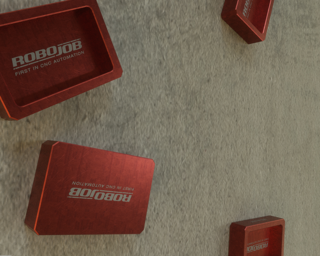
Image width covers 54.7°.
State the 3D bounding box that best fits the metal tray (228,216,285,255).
[{"bbox_3d":[0.174,0.210,0.551,0.131,0.030,0.089,6,86,-40],"label":"metal tray"}]

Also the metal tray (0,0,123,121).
[{"bbox_3d":[-0.109,-0.073,0.310,0.131,0.030,0.090,-31,110,-36],"label":"metal tray"}]

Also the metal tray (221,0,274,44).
[{"bbox_3d":[0.158,-0.224,0.536,0.090,0.030,0.130,27,73,-37],"label":"metal tray"}]

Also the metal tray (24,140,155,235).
[{"bbox_3d":[-0.070,0.069,0.344,0.131,0.030,0.090,16,80,-39],"label":"metal tray"}]
